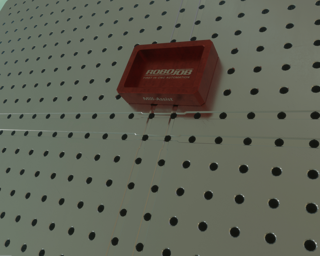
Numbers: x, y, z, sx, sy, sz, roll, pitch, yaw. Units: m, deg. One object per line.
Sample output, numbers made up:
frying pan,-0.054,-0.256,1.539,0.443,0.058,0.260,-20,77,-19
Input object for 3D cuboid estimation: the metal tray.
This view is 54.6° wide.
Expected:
metal tray,0.010,-0.080,0.449,0.130,0.030,0.090,5,64,30
